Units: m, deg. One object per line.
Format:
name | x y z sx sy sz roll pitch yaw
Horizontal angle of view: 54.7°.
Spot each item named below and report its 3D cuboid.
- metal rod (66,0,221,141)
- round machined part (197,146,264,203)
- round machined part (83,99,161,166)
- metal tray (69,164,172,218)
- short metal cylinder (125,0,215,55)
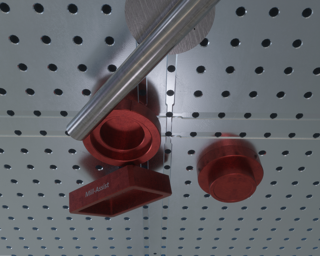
metal rod | 0.005 -0.082 0.276 0.025 0.025 0.299 34 122 -25
round machined part | 0.107 0.076 0.466 0.099 0.042 0.097 0 130 0
round machined part | -0.048 0.002 0.401 0.099 0.042 0.097 0 130 0
metal tray | -0.060 0.099 0.462 0.130 0.030 0.090 -28 147 29
short metal cylinder | 0.009 -0.118 0.295 0.081 0.050 0.079 0 130 0
